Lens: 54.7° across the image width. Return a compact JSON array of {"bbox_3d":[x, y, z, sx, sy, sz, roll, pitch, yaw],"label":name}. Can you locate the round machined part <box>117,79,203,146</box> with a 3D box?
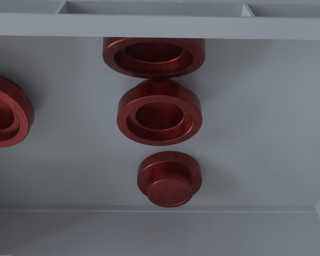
[{"bbox_3d":[0.000,-0.022,0.370,0.099,0.042,0.098,-1,144,0],"label":"round machined part"}]

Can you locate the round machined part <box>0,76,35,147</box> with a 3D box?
[{"bbox_3d":[-0.202,-0.025,0.374,0.099,0.042,0.097,0,130,0],"label":"round machined part"}]

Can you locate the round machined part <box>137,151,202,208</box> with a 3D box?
[{"bbox_3d":[0.014,0.084,0.469,0.099,0.042,0.097,0,130,0],"label":"round machined part"}]

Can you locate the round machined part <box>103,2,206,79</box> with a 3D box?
[{"bbox_3d":[-0.005,-0.085,0.304,0.099,0.042,0.098,0,168,0],"label":"round machined part"}]
